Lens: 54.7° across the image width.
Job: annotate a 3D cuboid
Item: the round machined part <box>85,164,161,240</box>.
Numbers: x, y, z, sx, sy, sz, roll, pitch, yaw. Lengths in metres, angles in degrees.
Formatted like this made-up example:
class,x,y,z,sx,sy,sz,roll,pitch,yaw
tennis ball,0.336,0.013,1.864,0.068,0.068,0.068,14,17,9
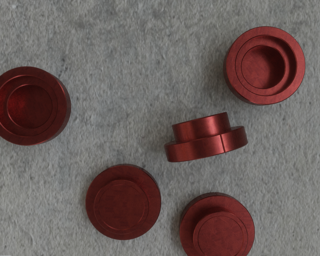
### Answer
class,x,y,z,sx,sy,sz,roll,pitch,yaw
round machined part,-0.047,0.097,0.401,0.099,0.042,0.097,0,90,-1

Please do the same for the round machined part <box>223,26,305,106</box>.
class,x,y,z,sx,sy,sz,roll,pitch,yaw
round machined part,0.131,-0.078,0.403,0.099,0.042,0.097,0,90,-1

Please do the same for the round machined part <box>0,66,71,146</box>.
class,x,y,z,sx,sy,sz,roll,pitch,yaw
round machined part,-0.164,-0.027,0.399,0.099,0.042,0.097,0,90,-1

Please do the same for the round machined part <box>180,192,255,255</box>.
class,x,y,z,sx,sy,sz,roll,pitch,yaw
round machined part,0.075,0.136,0.403,0.099,0.042,0.097,0,90,-1

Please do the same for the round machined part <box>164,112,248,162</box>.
class,x,y,z,sx,sy,sz,roll,pitch,yaw
round machined part,0.052,0.008,0.374,0.099,0.098,0.042,-14,90,0
